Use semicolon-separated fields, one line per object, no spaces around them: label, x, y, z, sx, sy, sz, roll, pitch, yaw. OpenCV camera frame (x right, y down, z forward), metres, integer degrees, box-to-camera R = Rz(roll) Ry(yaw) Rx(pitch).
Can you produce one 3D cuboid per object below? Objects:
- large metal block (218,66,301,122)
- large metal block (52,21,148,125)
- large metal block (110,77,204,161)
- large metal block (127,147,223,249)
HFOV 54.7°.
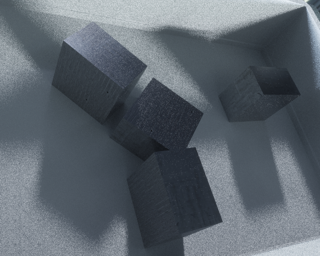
large metal block;0.154;-0.051;0.487;0.081;0.080;0.050;-3;64;-30
large metal block;-0.074;-0.063;0.370;0.080;0.080;0.050;39;51;-2
large metal block;-0.003;-0.004;0.392;0.080;0.050;0.080;35;51;-5
large metal block;0.011;0.076;0.331;0.050;0.080;0.080;-4;64;-30
